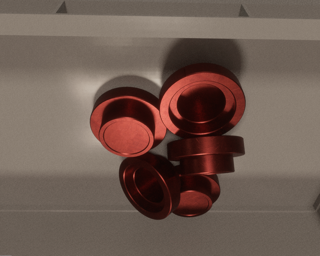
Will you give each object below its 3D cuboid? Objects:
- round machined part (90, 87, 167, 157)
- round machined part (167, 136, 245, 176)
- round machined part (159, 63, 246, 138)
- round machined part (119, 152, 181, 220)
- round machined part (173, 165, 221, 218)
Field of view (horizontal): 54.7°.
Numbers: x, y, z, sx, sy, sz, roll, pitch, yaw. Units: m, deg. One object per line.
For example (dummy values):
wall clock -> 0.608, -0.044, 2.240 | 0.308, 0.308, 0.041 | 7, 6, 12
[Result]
round machined part -> -0.040, 0.000, 0.394 | 0.099, 0.042, 0.097 | 1, 132, 2
round machined part -> 0.059, 0.038, 0.398 | 0.099, 0.042, 0.098 | -4, 169, 0
round machined part -> 0.048, -0.035, 0.369 | 0.099, 0.042, 0.097 | -1, 130, -1
round machined part -> -0.010, 0.077, 0.442 | 0.098, 0.042, 0.097 | 21, 124, 35
round machined part -> 0.046, 0.104, 0.488 | 0.099, 0.042, 0.097 | -1, 130, 0
